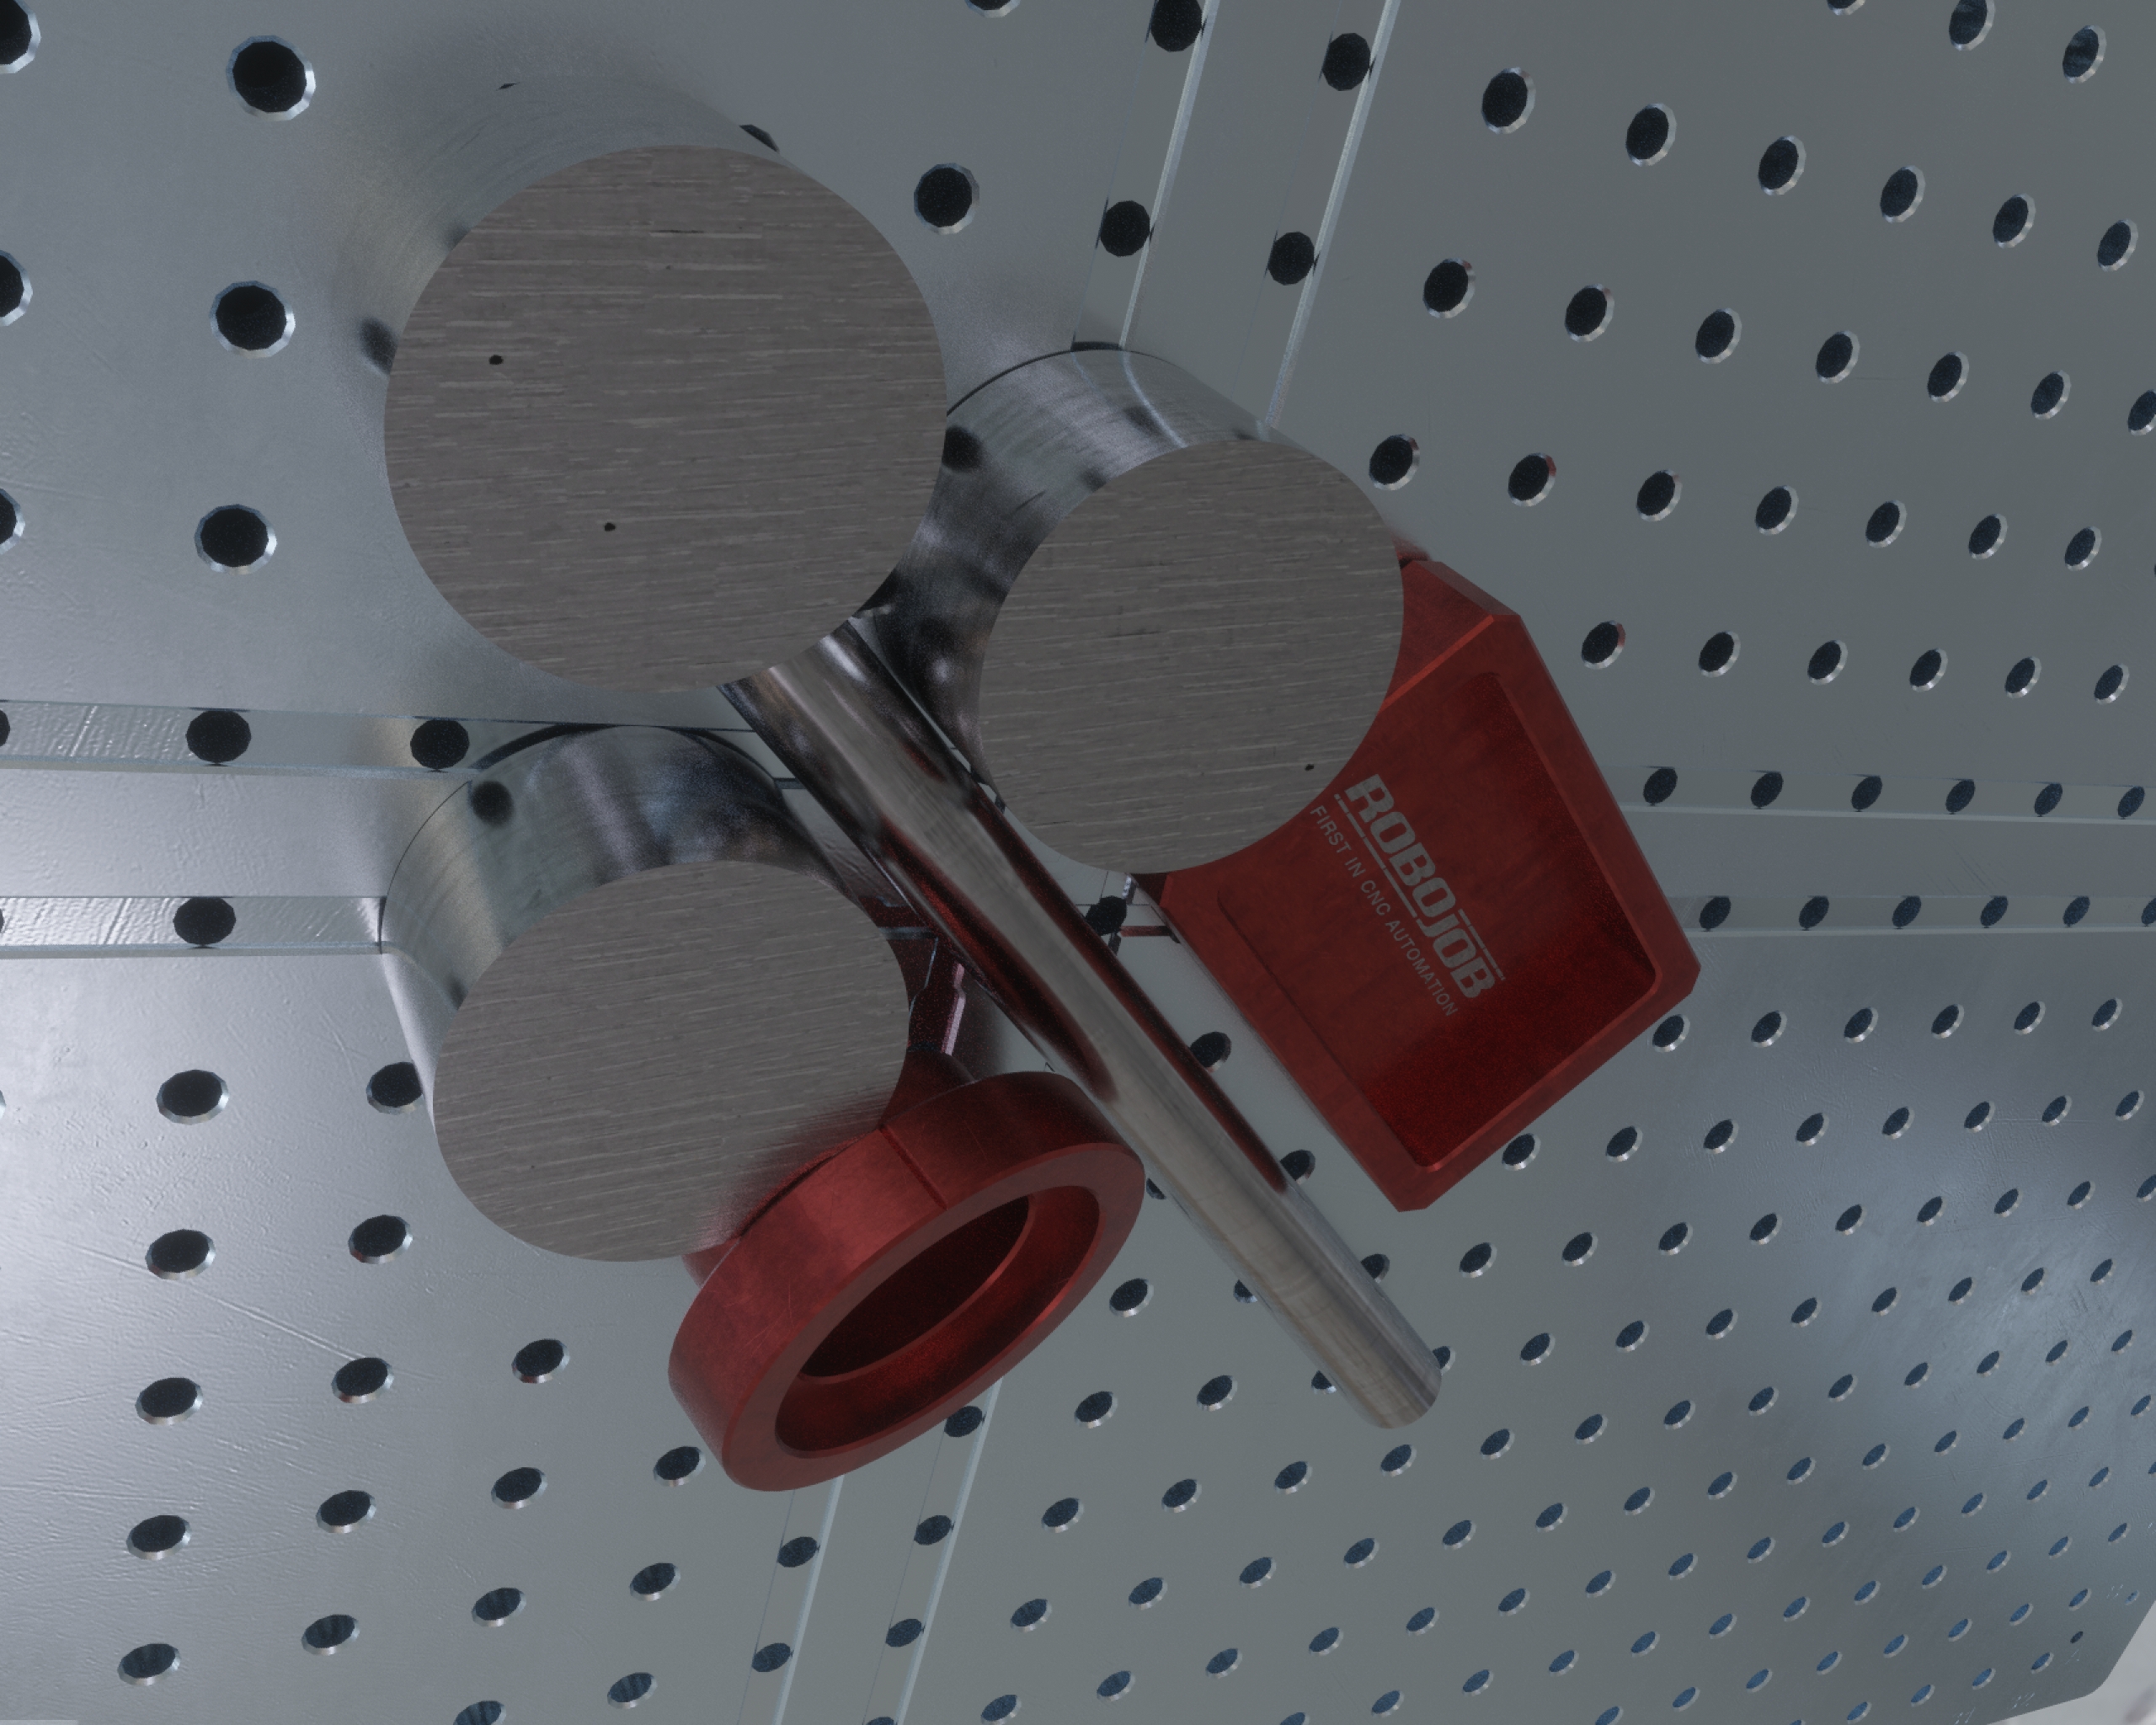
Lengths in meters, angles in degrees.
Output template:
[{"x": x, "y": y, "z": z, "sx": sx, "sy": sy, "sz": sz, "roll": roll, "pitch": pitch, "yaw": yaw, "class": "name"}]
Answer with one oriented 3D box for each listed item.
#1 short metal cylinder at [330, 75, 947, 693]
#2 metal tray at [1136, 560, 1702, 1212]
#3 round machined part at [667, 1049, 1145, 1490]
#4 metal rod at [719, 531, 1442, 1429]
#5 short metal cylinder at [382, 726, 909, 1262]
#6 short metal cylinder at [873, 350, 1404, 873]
[{"x": -0.067, "y": -0.072, "z": 0.314, "sx": 0.081, "sy": 0.050, "sz": 0.079, "roll": -14, "pitch": 124, "yaw": -21, "class": "short metal cylinder"}, {"x": 0.074, "y": 0.009, "z": 0.453, "sx": 0.090, "sy": 0.030, "sz": 0.130, "roll": -39, "pitch": 130, "yaw": -1, "class": "metal tray"}, {"x": -0.038, "y": 0.075, "z": 0.412, "sx": 0.099, "sy": 0.042, "sz": 0.098, "roll": -32, "pitch": 151, "yaw": -20, "class": "round machined part"}, {"x": 0.011, "y": 0.043, "z": 0.444, "sx": 0.025, "sy": 0.025, "sz": 0.300, "roll": -39, "pitch": 129, "yaw": -2, "class": "metal rod"}, {"x": -0.076, "y": 0.023, "z": 0.367, "sx": 0.081, "sy": 0.050, "sz": 0.079, "roll": -14, "pitch": 124, "yaw": -21, "class": "short metal cylinder"}, {"x": 0.010, "y": -0.045, "z": 0.372, "sx": 0.081, "sy": 0.050, "sz": 0.079, "roll": -14, "pitch": 124, "yaw": -21, "class": "short metal cylinder"}]
